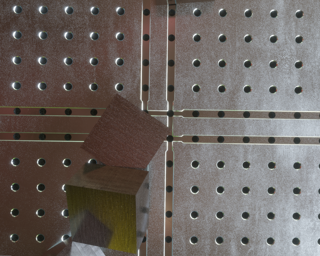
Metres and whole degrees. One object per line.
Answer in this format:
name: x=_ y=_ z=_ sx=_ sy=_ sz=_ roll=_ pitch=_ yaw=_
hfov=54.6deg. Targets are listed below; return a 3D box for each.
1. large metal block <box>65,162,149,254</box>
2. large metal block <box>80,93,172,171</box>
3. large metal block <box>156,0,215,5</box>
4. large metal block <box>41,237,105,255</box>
large metal block: x=-0.059 y=0.093 z=0.366 sx=0.080 sy=0.050 sz=0.079 roll=6 pitch=113 yaw=12
large metal block: x=-0.041 y=0.013 z=0.401 sx=0.080 sy=0.050 sz=0.080 roll=34 pitch=90 yaw=0
large metal block: x=0.032 y=-0.211 z=0.401 sx=0.080 sy=0.050 sz=0.080 roll=-5 pitch=90 yaw=0
large metal block: x=-0.124 y=0.177 z=0.373 sx=0.080 sy=0.080 sz=0.050 roll=-35 pitch=90 yaw=22
